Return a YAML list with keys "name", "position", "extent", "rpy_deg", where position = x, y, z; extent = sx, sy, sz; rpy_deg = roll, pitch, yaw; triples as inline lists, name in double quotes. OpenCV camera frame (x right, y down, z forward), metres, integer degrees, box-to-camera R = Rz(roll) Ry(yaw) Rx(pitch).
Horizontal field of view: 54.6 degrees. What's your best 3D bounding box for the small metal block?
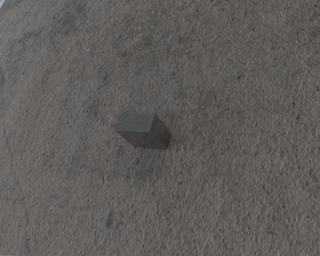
- name: "small metal block"
  position: [-0.020, 0.005, 0.397]
  extent: [0.050, 0.050, 0.025]
  rpy_deg: [2, 63, 29]
